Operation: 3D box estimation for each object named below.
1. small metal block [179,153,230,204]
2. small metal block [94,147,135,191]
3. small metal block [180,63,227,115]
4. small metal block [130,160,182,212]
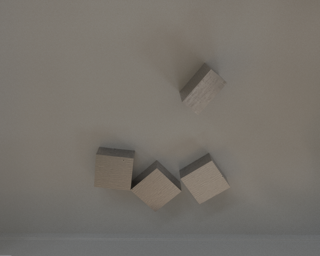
[{"bbox_3d":[0.063,0.072,0.439,0.050,0.025,0.050,-32,107,11],"label":"small metal block"},{"bbox_3d":[-0.063,0.057,0.431,0.050,0.025,0.050,6,110,-3],"label":"small metal block"},{"bbox_3d":[0.051,-0.049,0.381,0.025,0.050,0.050,38,106,-13],"label":"small metal block"},{"bbox_3d":[-0.006,0.083,0.442,0.050,0.025,0.050,-41,106,13],"label":"small metal block"}]
